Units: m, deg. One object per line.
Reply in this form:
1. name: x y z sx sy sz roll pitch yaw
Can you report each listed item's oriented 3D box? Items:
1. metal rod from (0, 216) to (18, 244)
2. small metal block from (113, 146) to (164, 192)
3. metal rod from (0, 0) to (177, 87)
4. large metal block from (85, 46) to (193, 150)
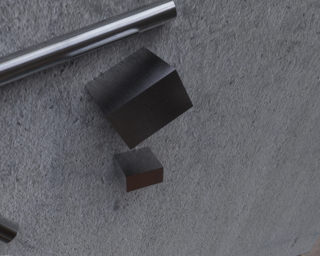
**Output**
1. metal rod: -0.257 0.040 0.291 0.025 0.025 0.300 -39 130 -2
2. small metal block: -0.029 0.053 0.409 0.050 0.050 0.025 -12 124 -22
3. metal rod: -0.121 -0.067 0.299 0.302 0.025 0.025 -25 128 -13
4. large metal block: -0.025 -0.036 0.337 0.080 0.080 0.050 -35 129 -5
